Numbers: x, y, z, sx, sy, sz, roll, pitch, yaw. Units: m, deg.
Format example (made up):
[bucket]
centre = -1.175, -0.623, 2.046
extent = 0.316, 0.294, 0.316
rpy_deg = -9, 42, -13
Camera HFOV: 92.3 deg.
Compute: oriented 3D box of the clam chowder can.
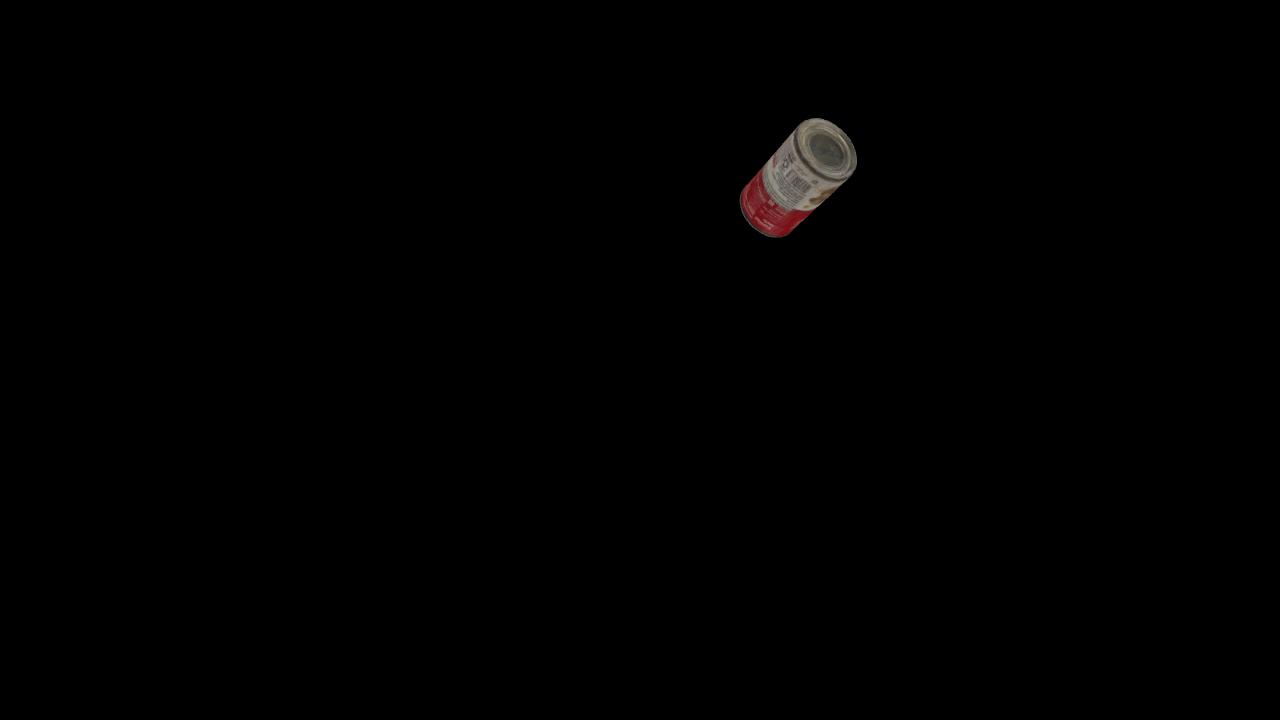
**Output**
[clam chowder can]
centre = 0.150, -0.173, 0.593
extent = 0.068, 0.068, 0.102
rpy_deg = 0, -19, -21
